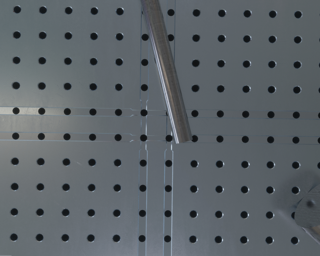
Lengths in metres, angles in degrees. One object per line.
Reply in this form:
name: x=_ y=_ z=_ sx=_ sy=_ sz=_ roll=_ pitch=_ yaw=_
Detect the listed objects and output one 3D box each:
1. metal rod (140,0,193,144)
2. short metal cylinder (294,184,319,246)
metal rod: x=-0.003 y=-0.127 z=0.413 sx=0.025 sy=0.025 sz=0.298 roll=-14 pitch=90 yaw=0
short metal cylinder: x=0.219 y=0.110 z=0.388 sx=0.050 sy=0.080 sz=0.080 roll=44 pitch=90 yaw=0
